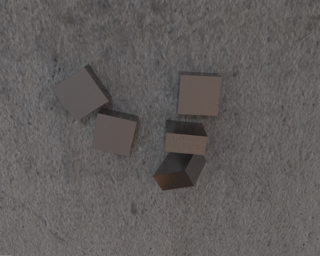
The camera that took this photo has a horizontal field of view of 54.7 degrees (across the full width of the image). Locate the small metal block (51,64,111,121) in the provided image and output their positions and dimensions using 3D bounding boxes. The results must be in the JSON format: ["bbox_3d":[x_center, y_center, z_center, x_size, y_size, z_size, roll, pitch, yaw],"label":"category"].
[{"bbox_3d":[-0.098,-0.045,0.392,0.050,0.025,0.050,-31,108,10],"label":"small metal block"}]

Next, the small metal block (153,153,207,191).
[{"bbox_3d":[0.027,0.053,0.407,0.050,0.050,0.025,-17,113,36],"label":"small metal block"}]

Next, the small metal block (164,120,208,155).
[{"bbox_3d":[0.031,0.011,0.401,0.050,0.050,0.025,6,110,-3],"label":"small metal block"}]

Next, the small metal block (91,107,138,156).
[{"bbox_3d":[-0.060,0.005,0.411,0.050,0.025,0.050,13,110,-5],"label":"small metal block"}]

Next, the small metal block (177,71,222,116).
[{"bbox_3d":[0.049,-0.044,0.394,0.050,0.025,0.050,2,110,-2],"label":"small metal block"}]
